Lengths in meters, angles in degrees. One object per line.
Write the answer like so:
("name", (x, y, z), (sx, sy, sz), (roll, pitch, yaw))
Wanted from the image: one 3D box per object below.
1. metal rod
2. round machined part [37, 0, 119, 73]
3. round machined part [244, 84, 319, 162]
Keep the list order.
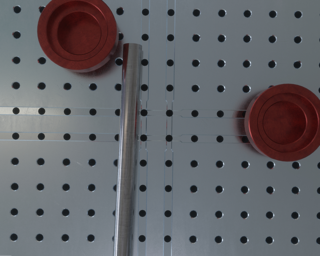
("metal rod", (-0.044, 0.039, 0.413), (0.025, 0.025, 0.298), (3, 90, 0))
("round machined part", (-0.103, -0.121, 0.404), (0.099, 0.042, 0.097), (0, 90, 0))
("round machined part", (0.160, -0.007, 0.406), (0.099, 0.042, 0.097), (0, 90, 0))
